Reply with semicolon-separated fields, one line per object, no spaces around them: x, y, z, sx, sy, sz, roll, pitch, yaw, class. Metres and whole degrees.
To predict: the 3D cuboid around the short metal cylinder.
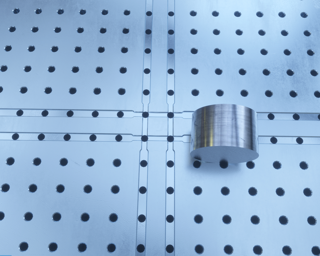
0.078;0.010;0.380;0.080;0.080;0.050;4;70;1;short metal cylinder
